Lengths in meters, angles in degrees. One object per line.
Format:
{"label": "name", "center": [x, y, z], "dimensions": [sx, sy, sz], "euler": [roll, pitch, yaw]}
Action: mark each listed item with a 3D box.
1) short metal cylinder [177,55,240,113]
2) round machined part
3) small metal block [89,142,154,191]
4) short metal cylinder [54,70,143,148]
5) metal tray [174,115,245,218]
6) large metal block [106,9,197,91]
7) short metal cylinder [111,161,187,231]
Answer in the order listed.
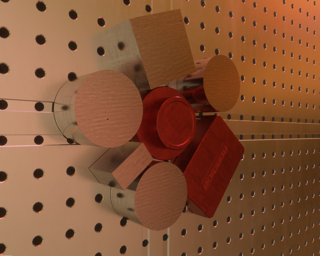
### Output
{"label": "short metal cylinder", "center": [0.072, -0.062, 0.452], "dimensions": [0.081, 0.050, 0.080], "euler": [0, 90, -40]}
{"label": "round machined part", "center": [0.009, -0.006, 0.405], "dimensions": [0.099, 0.042, 0.097], "euler": [0, 90, -40]}
{"label": "small metal block", "center": [-0.044, 0.041, 0.354], "dimensions": [0.050, 0.050, 0.025], "euler": [-45, 117, -31]}
{"label": "short metal cylinder", "center": [-0.066, -0.020, 0.336], "dimensions": [0.081, 0.050, 0.080], "euler": [0, 90, -40]}
{"label": "metal tray", "center": [0.071, 0.055, 0.464], "dimensions": [0.090, 0.030, 0.130], "euler": [48, 61, -29]}
{"label": "large metal block", "center": [-0.009, -0.095, 0.385], "dimensions": [0.081, 0.050, 0.080], "euler": [-27, 107, -37]}
{"label": "short metal cylinder", "center": [-0.013, 0.079, 0.381], "dimensions": [0.081, 0.050, 0.080], "euler": [0, 90, -40]}
